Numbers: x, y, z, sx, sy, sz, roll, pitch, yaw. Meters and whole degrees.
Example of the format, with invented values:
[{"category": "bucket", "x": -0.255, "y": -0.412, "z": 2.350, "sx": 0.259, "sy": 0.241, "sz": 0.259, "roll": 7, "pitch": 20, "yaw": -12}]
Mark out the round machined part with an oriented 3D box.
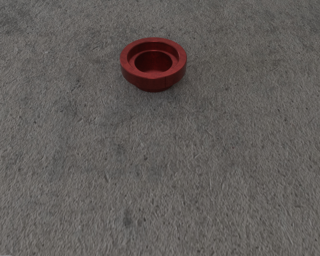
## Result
[{"category": "round machined part", "x": -0.009, "y": -0.091, "z": 0.469, "sx": 0.099, "sy": 0.042, "sz": 0.098, "roll": 0, "pitch": 50, "yaw": 0}]
